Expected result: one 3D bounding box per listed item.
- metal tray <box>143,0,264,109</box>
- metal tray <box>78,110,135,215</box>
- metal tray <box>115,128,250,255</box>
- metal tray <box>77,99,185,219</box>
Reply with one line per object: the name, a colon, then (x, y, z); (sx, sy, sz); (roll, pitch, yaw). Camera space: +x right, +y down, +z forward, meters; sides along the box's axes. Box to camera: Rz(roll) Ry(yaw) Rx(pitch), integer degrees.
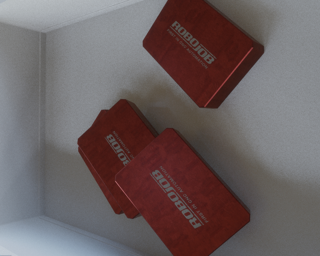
metal tray: (0.044, -0.097, 0.366); (0.130, 0.030, 0.090); (51, 120, 27)
metal tray: (-0.062, 0.047, 0.453); (0.130, 0.030, 0.090); (52, 120, 27)
metal tray: (0.024, 0.075, 0.346); (0.090, 0.030, 0.130); (-43, 75, 7)
metal tray: (-0.037, 0.038, 0.402); (0.090, 0.030, 0.130); (-42, 72, 10)
